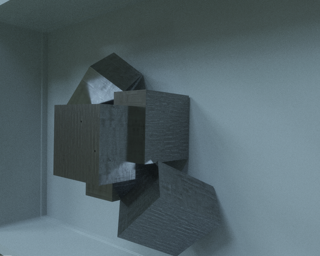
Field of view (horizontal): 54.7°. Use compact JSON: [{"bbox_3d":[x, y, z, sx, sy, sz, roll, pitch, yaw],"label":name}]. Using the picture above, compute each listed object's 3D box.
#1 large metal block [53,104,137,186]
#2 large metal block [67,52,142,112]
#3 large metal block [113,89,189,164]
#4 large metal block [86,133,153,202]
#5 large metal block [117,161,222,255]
[{"bbox_3d":[-0.073,0.015,0.344,0.080,0.050,0.079,2,92,40],"label":"large metal block"},{"bbox_3d":[-0.077,-0.048,0.423,0.050,0.080,0.080,37,118,-5],"label":"large metal block"},{"bbox_3d":[-0.009,-0.002,0.375,0.050,0.081,0.080,1,91,40],"label":"large metal block"},{"bbox_3d":[-0.049,0.047,0.410,0.050,0.081,0.080,1,91,40],"label":"large metal block"},{"bbox_3d":[0.009,0.094,0.352,0.080,0.080,0.050,-49,26,29],"label":"large metal block"}]
